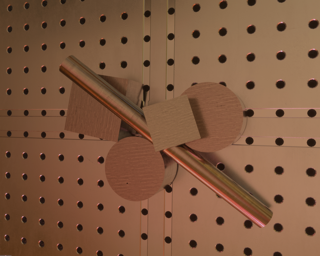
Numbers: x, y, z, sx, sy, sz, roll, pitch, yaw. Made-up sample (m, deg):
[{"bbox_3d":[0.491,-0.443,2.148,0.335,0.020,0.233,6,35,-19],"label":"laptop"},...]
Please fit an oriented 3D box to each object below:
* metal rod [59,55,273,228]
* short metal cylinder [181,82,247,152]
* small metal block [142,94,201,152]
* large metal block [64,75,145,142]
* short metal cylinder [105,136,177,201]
[{"bbox_3d":[0.006,0.015,0.369,0.300,0.025,0.025,38,103,1],"label":"metal rod"},{"bbox_3d":[0.061,-0.012,0.374,0.080,0.050,0.079,0,90,20],"label":"short metal cylinder"},{"bbox_3d":[0.013,-0.004,0.343,0.050,0.025,0.050,-17,84,1],"label":"small metal block"},{"bbox_3d":[-0.074,-0.029,0.419,0.080,0.050,0.079,12,94,19],"label":"large metal block"},{"bbox_3d":[-0.024,0.050,0.404,0.080,0.050,0.079,0,90,20],"label":"short metal cylinder"}]
